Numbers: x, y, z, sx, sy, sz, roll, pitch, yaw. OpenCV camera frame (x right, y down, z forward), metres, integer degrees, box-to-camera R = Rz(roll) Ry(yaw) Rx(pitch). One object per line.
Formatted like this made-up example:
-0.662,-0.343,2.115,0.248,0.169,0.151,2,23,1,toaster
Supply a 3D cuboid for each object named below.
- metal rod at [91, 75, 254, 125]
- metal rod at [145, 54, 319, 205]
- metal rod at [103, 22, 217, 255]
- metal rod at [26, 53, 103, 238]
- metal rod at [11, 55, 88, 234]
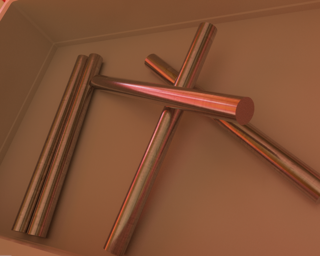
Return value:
-0.013,-0.045,0.388,0.300,0.025,0.025,19,71,52,metal rod
0.070,-0.020,0.381,0.025,0.025,0.300,-44,51,-2,metal rod
0.006,0.004,0.377,0.025,0.025,0.299,16,77,34,metal rod
-0.136,0.010,0.471,0.025,0.025,0.300,-4,60,26,metal rod
-0.161,0.009,0.484,0.025,0.025,0.300,-3,60,27,metal rod
